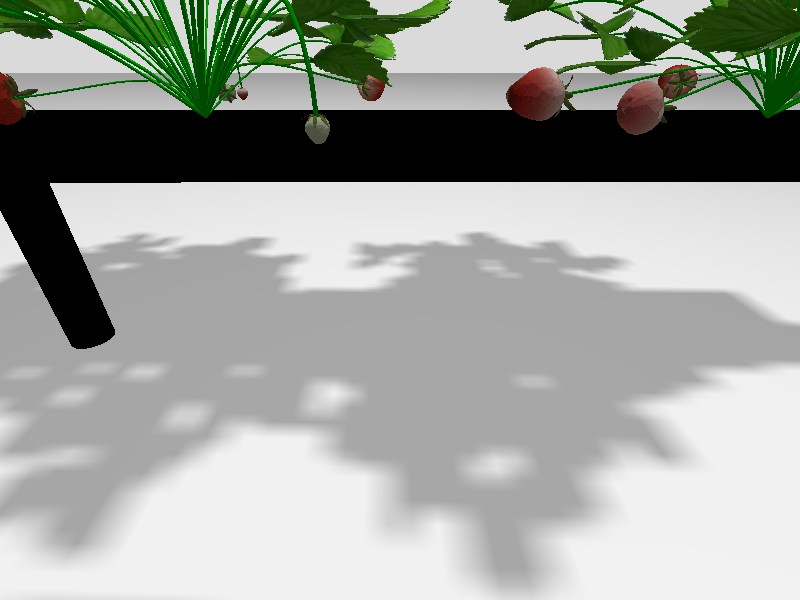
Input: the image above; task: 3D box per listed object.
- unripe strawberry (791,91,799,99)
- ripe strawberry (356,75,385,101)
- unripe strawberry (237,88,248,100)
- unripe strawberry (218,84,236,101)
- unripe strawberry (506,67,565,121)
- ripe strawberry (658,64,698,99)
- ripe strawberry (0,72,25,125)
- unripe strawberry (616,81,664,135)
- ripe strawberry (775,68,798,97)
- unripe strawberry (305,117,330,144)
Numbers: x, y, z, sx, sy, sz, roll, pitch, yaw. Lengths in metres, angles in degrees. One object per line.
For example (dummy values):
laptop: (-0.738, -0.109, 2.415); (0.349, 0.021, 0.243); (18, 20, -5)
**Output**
unripe strawberry: (0.416, -0.217, 0.422); (0.009, 0.010, 0.010); (27, 40, 37)
ripe strawberry: (-0.031, -0.247, 0.458); (0.034, 0.036, 0.037); (21, 36, 30)
unripe strawberry: (-0.179, -0.234, 0.456); (0.012, 0.012, 0.010); (-4, 31, -7)
unripe strawberry: (-0.188, -0.226, 0.437); (0.019, 0.016, 0.019); (-7, 24, -11)
unripe strawberry: (0.097, -0.148, 0.288); (0.040, 0.034, 0.039); (-4, 31, -6)
ripe strawberry: (0.318, -0.252, 0.462); (0.039, 0.035, 0.035); (4, 31, 6)
ripe strawberry: (-0.296, -0.145, 0.286); (0.038, 0.037, 0.035); (-7, 32, -10)
unripe strawberry: (0.141, -0.114, 0.238); (0.027, 0.029, 0.025); (-17, 35, -25)
ripe strawberry: (0.448, -0.245, 0.449); (0.042, 0.036, 0.042); (26, 37, 36)
unripe strawberry: (-0.035, -0.073, 0.172); (0.011, 0.011, 0.010); (-20, 36, -30)
